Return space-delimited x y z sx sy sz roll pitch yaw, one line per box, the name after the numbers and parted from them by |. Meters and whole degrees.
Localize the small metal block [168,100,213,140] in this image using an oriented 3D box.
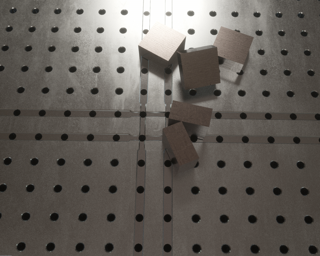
0.038 -0.009 0.402 0.050 0.050 0.025 12 71 4 | small metal block

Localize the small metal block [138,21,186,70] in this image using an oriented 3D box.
0.003 -0.122 0.456 0.050 0.025 0.050 30 73 10 | small metal block

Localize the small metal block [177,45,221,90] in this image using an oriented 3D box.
0.054 -0.084 0.429 0.050 0.025 0.050 -12 112 -5 | small metal block

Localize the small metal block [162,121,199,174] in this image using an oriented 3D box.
0.024 0.026 0.389 0.025 0.050 0.050 -22 72 -8 | small metal block

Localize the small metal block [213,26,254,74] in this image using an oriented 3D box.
0.103 -0.115 0.455 0.050 0.025 0.050 22 71 7 | small metal block
